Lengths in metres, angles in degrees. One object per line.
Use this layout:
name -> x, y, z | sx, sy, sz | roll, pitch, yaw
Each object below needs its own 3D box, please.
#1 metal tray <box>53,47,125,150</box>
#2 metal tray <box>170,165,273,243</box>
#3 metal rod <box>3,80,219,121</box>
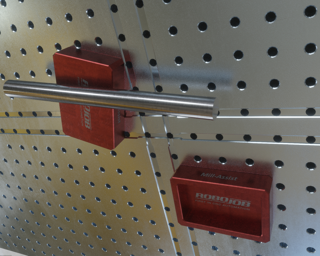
metal tray -> -0.096, -0.039, 0.433 | 0.090, 0.030, 0.129 | 16, 125, 18
metal tray -> 0.084, 0.103, 0.425 | 0.130, 0.030, 0.089 | 4, 120, 26
metal rod -> -0.078, -0.039, 0.387 | 0.301, 0.025, 0.025 | 8, 122, 23
